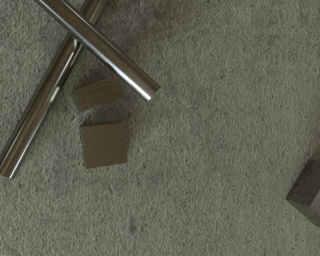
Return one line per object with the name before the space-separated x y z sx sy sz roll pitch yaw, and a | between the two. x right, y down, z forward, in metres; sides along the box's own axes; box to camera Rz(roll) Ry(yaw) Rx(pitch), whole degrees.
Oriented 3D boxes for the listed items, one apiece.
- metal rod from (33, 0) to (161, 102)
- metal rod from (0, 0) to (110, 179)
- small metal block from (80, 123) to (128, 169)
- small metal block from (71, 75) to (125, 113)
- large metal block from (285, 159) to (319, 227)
metal rod | -0.118 -0.139 0.343 0.300 0.025 0.025 42 77 -7
metal rod | -0.112 -0.083 0.368 0.025 0.025 0.299 28 81 -18
small metal block | -0.070 0.021 0.384 0.050 0.025 0.050 -7 93 -20
small metal block | -0.075 -0.039 0.368 0.050 0.050 0.025 -24 98 -19
large metal block | 0.264 0.108 0.496 0.080 0.050 0.080 40 77 -16
